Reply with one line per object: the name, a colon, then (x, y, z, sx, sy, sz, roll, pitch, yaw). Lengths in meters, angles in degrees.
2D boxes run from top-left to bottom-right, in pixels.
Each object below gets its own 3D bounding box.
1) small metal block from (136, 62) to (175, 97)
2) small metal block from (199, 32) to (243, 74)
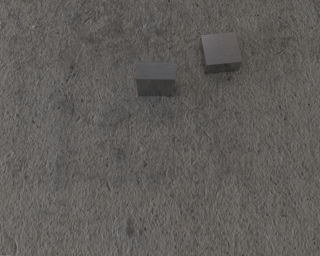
small metal block: (-0.005, -0.065, 0.418, 0.050, 0.050, 0.025, 1, 70, 0)
small metal block: (0.087, -0.108, 0.448, 0.050, 0.025, 0.050, -6, 70, -3)
